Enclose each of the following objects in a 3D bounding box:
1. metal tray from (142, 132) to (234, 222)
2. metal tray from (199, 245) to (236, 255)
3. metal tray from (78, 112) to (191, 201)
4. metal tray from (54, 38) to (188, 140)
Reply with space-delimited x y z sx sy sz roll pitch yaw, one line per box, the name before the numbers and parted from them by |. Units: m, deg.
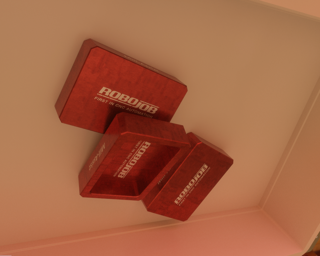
metal tray | 0.042 0.079 0.477 0.090 0.030 0.130 29 102 -38
metal tray | 0.091 0.304 0.645 0.131 0.030 0.089 -12 124 -22
metal tray | -0.035 0.042 0.381 0.091 0.030 0.129 12 133 -31
metal tray | -0.042 -0.035 0.361 0.131 0.030 0.090 18 109 -35
